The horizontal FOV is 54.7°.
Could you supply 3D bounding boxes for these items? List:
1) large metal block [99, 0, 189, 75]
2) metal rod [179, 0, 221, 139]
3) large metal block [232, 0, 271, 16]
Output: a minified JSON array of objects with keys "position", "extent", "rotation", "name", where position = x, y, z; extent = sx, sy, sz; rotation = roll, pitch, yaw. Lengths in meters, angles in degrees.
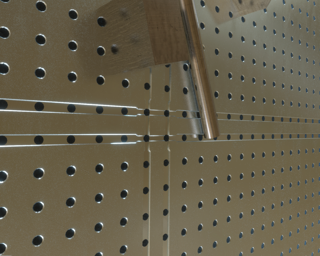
[{"position":[-0.019,-0.109,0.357],"extent":[0.050,0.080,0.079],"rotation":[-18,102,-39],"name":"large metal block"},{"position":[0.047,-0.130,0.448],"extent":[0.025,0.025,0.298],"rotation":[-22,104,-38],"name":"metal rod"},{"position":[0.155,-0.252,0.522],"extent":[0.080,0.050,0.080],"rotation":[49,61,-29],"name":"large metal block"}]
